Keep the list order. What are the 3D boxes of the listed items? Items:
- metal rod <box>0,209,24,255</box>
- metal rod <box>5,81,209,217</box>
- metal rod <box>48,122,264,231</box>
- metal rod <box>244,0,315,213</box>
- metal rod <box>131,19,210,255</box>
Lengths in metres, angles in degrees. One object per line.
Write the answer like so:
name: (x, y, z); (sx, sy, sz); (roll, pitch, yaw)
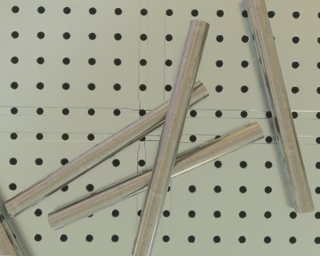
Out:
metal rod: (-0.234, 0.094, 0.410); (0.025, 0.025, 0.299); (-27, 90, 0)
metal rod: (-0.069, 0.027, 0.412); (0.301, 0.025, 0.025); (-32, 90, -1)
metal rod: (-0.005, 0.064, 0.413); (0.301, 0.025, 0.025); (-24, 90, -1)
metal rod: (0.159, -0.035, 0.415); (0.025, 0.025, 0.298); (-14, 90, 0)
metal rod: (0.013, 0.014, 0.387); (0.025, 0.025, 0.298); (14, 90, -1)
